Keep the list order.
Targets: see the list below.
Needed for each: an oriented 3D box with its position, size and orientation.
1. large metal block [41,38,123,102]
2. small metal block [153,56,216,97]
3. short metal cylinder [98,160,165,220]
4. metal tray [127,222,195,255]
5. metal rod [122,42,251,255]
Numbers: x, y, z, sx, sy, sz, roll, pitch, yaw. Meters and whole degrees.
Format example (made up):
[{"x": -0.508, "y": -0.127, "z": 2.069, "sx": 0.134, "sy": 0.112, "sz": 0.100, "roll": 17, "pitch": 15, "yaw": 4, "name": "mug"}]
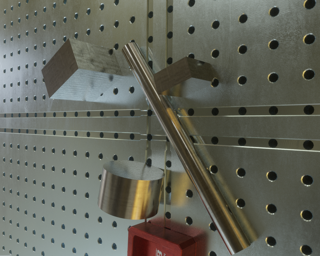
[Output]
[{"x": -0.118, "y": -0.084, "z": 0.471, "sx": 0.080, "sy": 0.081, "sz": 0.050, "roll": -33, "pitch": 70, "yaw": 35, "name": "large metal block"}, {"x": 0.029, "y": -0.059, "z": 0.369, "sx": 0.050, "sy": 0.050, "sz": 0.025, "roll": -22, "pitch": 76, "yaw": 38, "name": "small metal block"}, {"x": -0.038, "y": 0.078, "z": 0.405, "sx": 0.080, "sy": 0.081, "sz": 0.050, "roll": 17, "pitch": 101, "yaw": 39, "name": "short metal cylinder"}, {"x": -0.002, "y": 0.200, "z": 0.407, "sx": 0.090, "sy": 0.030, "sz": 0.129, "roll": 5, "pitch": 93, "yaw": 40, "name": "metal tray"}, {"x": 0.022, "y": 0.009, "z": 0.390, "sx": 0.025, "sy": 0.025, "sz": 0.299, "roll": -42, "pitch": 65, "yaw": 32, "name": "metal rod"}]
